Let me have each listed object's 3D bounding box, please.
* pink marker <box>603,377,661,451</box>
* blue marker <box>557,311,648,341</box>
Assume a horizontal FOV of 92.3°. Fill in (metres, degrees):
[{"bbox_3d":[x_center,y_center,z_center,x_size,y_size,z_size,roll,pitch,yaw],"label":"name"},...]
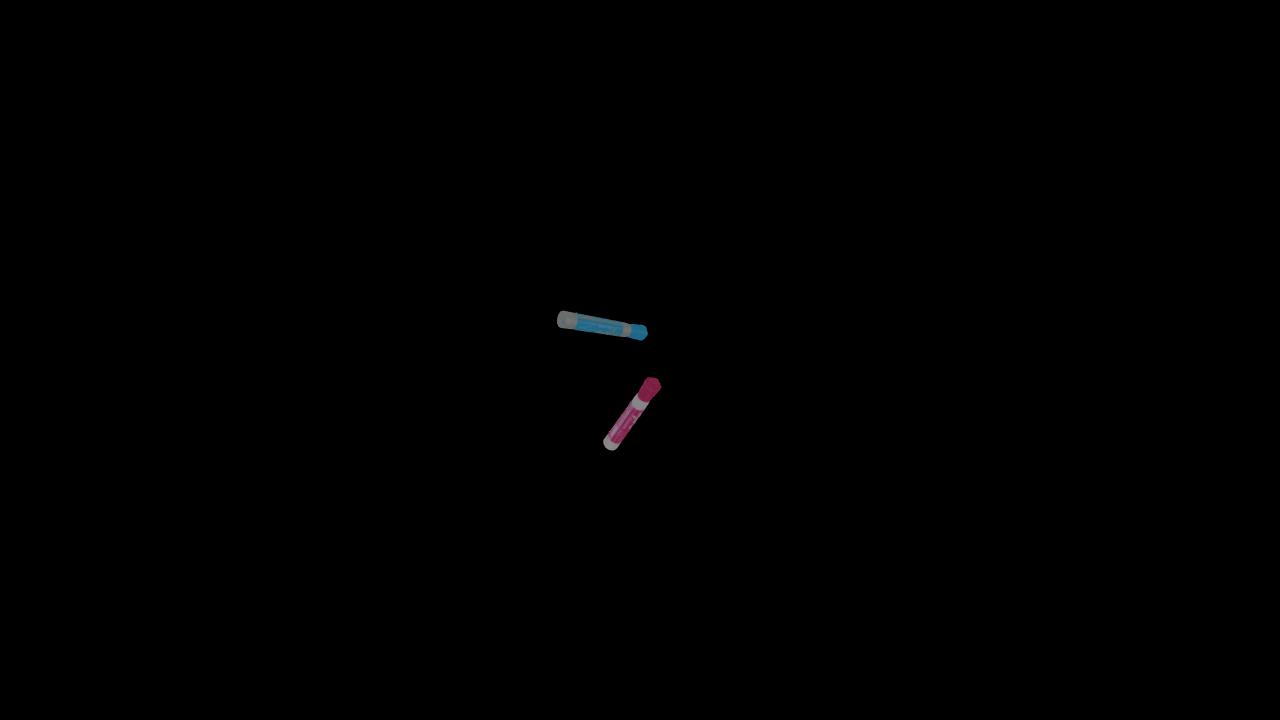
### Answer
[{"bbox_3d":[-0.009,0.060,0.680,0.020,0.020,0.121,0,-40,-33],"label":"pink marker"},{"bbox_3d":[-0.039,-0.038,0.697,0.121,0.020,0.020,7,-5,-41],"label":"blue marker"}]
